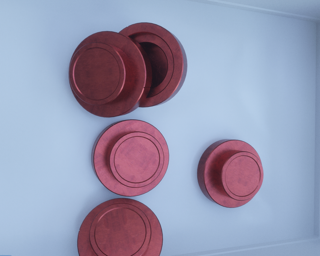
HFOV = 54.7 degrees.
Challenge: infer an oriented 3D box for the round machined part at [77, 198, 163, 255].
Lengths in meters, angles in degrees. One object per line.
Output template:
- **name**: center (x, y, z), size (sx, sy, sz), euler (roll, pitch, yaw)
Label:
- **round machined part**: center (-0.046, 0.127, 0.359), size (0.099, 0.042, 0.098), euler (3, 54, -4)

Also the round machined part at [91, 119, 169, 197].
- **round machined part**: center (-0.034, 0.038, 0.389), size (0.099, 0.042, 0.097), euler (0, 90, -20)

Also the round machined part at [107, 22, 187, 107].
- **round machined part**: center (-0.014, -0.075, 0.379), size (0.098, 0.042, 0.097), euler (2, 97, 17)

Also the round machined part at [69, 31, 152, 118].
- **round machined part**: center (-0.062, -0.060, 0.351), size (0.098, 0.042, 0.097), euler (2, 97, 18)

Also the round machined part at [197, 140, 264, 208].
- **round machined part**: center (0.107, 0.065, 0.441), size (0.099, 0.042, 0.097), euler (0, 90, -20)
